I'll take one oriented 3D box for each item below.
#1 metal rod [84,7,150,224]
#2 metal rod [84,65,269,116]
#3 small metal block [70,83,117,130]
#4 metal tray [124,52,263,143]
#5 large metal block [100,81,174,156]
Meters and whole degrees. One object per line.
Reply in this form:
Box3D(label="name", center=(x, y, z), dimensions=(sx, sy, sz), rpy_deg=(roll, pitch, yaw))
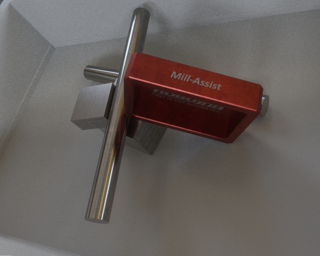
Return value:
Box3D(label="metal rod", center=(-0.046, -0.036, 0.385), dimensions=(0.025, 0.025, 0.299), rpy_deg=(-6, 59, 25))
Box3D(label="metal rod", center=(0.001, -0.060, 0.439), dimensions=(0.300, 0.025, 0.025), rpy_deg=(16, 70, 34))
Box3D(label="small metal block", center=(-0.081, -0.027, 0.397), dimensions=(0.050, 0.025, 0.050), rpy_deg=(-6, 59, 24))
Box3D(label="metal tray", center=(0.029, -0.027, 0.329), dimensions=(0.131, 0.090, 0.030), rpy_deg=(15, 67, 0))
Box3D(label="large metal block", center=(-0.033, -0.020, 0.416), dimensions=(0.080, 0.050, 0.080), rpy_deg=(20, 72, 35))
